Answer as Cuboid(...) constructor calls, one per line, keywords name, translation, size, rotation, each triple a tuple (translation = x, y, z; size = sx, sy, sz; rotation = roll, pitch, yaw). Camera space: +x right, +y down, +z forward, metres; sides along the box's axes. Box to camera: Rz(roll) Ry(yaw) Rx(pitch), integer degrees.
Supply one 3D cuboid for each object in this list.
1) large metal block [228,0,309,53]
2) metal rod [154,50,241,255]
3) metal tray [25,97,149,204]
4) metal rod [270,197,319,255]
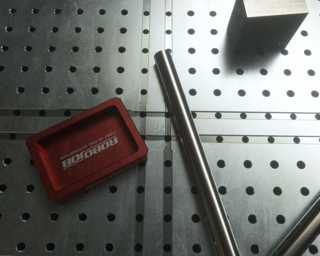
Cuboid(name="large metal block", translation=(0.149, -0.154, 0.441), size=(0.081, 0.080, 0.050), rotation=(-5, 70, -2))
Cuboid(name="metal rod", translation=(0.044, 0.029, 0.401), size=(0.025, 0.025, 0.299), rotation=(-15, 71, -6))
Cuboid(name="metal tray", translation=(-0.091, 0.027, 0.397), size=(0.131, 0.030, 0.090), rotation=(-27, 72, -10))
Cuboid(name="metal rod", translation=(0.188, 0.111, 0.373), size=(0.301, 0.025, 0.025), rotation=(-42, 76, -14))
